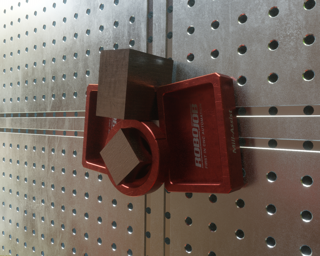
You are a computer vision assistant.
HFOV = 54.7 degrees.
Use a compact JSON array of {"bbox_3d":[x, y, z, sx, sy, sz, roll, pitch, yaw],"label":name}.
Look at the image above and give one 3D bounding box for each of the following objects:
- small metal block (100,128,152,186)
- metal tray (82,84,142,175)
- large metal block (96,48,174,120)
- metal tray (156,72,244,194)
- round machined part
[{"bbox_3d":[-0.042,0.035,0.384,0.050,0.025,0.050,-47,62,30],"label":"small metal block"},{"bbox_3d":[-0.073,0.002,0.461,0.090,0.030,0.129,8,95,39],"label":"metal tray"},{"bbox_3d":[-0.031,-0.052,0.394,0.050,0.081,0.079,8,95,40],"label":"large metal block"},{"bbox_3d":[0.044,0.009,0.364,0.090,0.030,0.129,-8,85,39],"label":"metal tray"},{"bbox_3d":[-0.024,0.036,0.401,0.098,0.042,0.097,0,90,40],"label":"round machined part"}]
